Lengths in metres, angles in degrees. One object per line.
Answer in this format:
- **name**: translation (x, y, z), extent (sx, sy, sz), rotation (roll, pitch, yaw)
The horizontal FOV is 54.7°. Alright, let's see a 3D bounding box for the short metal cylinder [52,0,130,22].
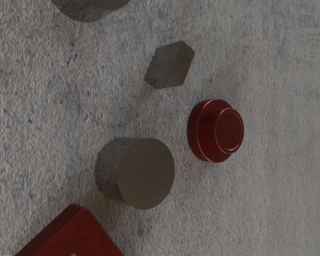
- **short metal cylinder**: translation (-0.073, -0.158, 0.326), extent (0.081, 0.050, 0.080), rotation (0, 90, -40)

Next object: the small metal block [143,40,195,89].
- **small metal block**: translation (0.012, -0.080, 0.398), extent (0.025, 0.050, 0.050), rotation (33, 70, -35)

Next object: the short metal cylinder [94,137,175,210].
- **short metal cylinder**: translation (-0.029, 0.051, 0.364), extent (0.081, 0.050, 0.080), rotation (0, 90, -40)

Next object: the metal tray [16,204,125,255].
- **metal tray**: translation (-0.084, 0.159, 0.331), extent (0.090, 0.030, 0.130), rotation (-44, 117, -31)

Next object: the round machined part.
- **round machined part**: translation (0.090, 0.004, 0.469), extent (0.099, 0.042, 0.097), rotation (0, 90, -40)
